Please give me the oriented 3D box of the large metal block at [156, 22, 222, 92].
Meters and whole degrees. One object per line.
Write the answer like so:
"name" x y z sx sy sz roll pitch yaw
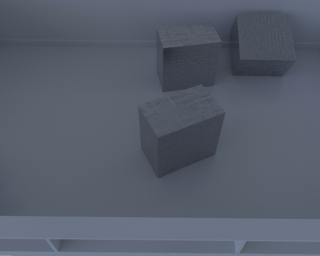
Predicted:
"large metal block" 0.039 -0.104 0.457 0.081 0.080 0.050 -8 51 -7

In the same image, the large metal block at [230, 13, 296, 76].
"large metal block" 0.157 -0.128 0.482 0.081 0.050 0.080 1 72 0

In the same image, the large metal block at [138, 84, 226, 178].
"large metal block" 0.023 0.005 0.366 0.081 0.080 0.050 -20 53 -16
